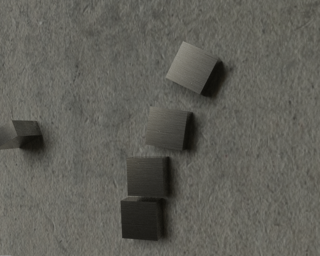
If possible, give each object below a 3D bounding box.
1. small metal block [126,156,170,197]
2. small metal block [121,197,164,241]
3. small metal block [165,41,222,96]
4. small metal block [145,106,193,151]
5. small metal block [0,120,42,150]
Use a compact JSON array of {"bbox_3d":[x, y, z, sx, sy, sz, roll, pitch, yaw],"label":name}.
[{"bbox_3d":[-0.016,0.064,0.414,0.050,0.025,0.050,-2,89,19],"label":"small metal block"},{"bbox_3d":[-0.024,0.121,0.416,0.050,0.025,0.050,-3,89,19],"label":"small metal block"},{"bbox_3d":[0.043,-0.075,0.393,0.050,0.025,0.050,29,99,17],"label":"small metal block"},{"bbox_3d":[0.012,0.000,0.404,0.050,0.025,0.050,9,93,19],"label":"small metal block"},{"bbox_3d":[-0.220,0.011,0.471,0.050,0.050,0.025,-27,82,18],"label":"small metal block"}]
